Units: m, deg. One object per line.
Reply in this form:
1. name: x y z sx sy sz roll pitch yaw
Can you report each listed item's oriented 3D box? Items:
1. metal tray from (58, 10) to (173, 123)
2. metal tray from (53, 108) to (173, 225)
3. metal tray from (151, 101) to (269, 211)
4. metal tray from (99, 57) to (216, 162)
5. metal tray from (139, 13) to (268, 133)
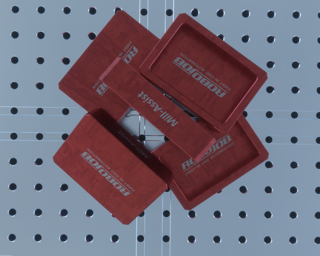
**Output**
1. metal tray: -0.057 -0.076 0.409 0.090 0.030 0.130 39 90 -1
2. metal tray: -0.060 0.050 0.391 0.130 0.030 0.090 42 115 -1
3. metal tray: 0.063 0.035 0.410 0.130 0.030 0.090 -34 90 -1
4. metal tray: -0.002 -0.019 0.350 0.130 0.090 0.030 41 90 -1
5. metal tray: 0.052 -0.065 0.381 0.130 0.030 0.090 36 90 -1
